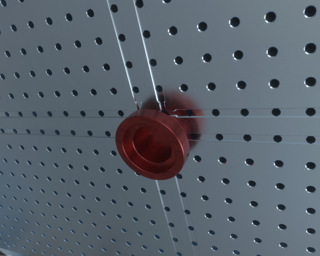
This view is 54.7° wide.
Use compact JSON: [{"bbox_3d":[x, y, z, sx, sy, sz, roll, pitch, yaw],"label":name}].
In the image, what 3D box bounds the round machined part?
[{"bbox_3d":[-0.007,0.018,0.413,0.098,0.042,0.097,13,124,20],"label":"round machined part"}]
